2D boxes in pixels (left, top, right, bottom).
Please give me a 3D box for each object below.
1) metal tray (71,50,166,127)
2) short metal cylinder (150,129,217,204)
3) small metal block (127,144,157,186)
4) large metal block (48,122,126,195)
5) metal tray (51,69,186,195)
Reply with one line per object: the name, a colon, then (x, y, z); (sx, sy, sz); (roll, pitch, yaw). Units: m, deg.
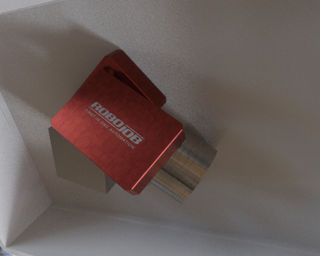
metal tray: (-0.065, -0.030, 0.417); (0.090, 0.030, 0.129); (47, 129, -5)
short metal cylinder: (0.027, 0.046, 0.385); (0.050, 0.080, 0.079); (34, 129, 5)
small metal block: (-0.017, 0.051, 0.446); (0.050, 0.025, 0.050); (-32, 101, 38)
large metal block: (-0.095, 0.032, 0.417); (0.080, 0.050, 0.079); (15, 125, 19)
metal tray: (-0.048, 0.001, 0.352); (0.130, 0.090, 0.030); (36, 168, 22)
